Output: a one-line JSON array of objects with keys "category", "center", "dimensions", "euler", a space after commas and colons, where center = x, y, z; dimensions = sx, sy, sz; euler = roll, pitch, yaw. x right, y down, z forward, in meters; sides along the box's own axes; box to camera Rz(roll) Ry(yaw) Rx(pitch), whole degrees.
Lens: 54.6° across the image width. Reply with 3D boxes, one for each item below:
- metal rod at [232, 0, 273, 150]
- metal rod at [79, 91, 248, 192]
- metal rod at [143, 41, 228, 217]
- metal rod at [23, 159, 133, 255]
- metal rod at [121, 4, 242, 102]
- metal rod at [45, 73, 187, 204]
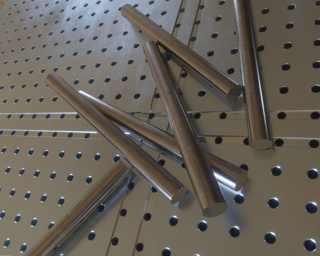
[{"category": "metal rod", "center": [0.116, -0.111, 0.415], "dimensions": [0.025, 0.025, 0.300], "euler": [-11, 57, 22]}, {"category": "metal rod", "center": [-0.022, 0.004, 0.418], "dimensions": [0.300, 0.025, 0.025], "euler": [26, 76, 37]}, {"category": "metal rod", "center": [0.018, -0.026, 0.392], "dimensions": [0.025, 0.025, 0.300], "euler": [-28, 45, 10]}, {"category": "metal rod", "center": [-0.150, 0.156, 0.392], "dimensions": [0.300, 0.025, 0.025], "euler": [-45, 51, -4]}, {"category": "metal rod", "center": [0.016, -0.130, 0.480], "dimensions": [0.025, 0.025, 0.300], "euler": [-41, 51, 0]}, {"category": "metal rod", "center": [-0.078, -0.002, 0.431], "dimensions": [0.025, 0.025, 0.300], "euler": [-48, 57, -5]}]
